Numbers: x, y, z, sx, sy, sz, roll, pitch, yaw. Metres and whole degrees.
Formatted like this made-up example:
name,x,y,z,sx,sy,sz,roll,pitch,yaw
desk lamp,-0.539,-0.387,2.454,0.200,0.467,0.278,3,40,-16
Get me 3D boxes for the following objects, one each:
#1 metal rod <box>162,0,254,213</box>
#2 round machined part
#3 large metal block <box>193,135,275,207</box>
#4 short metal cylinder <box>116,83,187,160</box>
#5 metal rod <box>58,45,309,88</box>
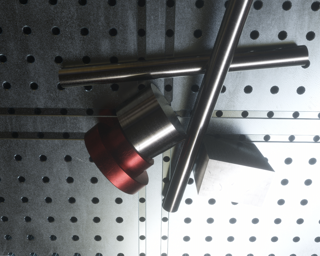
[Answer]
name,x,y,z,sx,sy,sz,roll,pitch,yaw
metal rod,0.051,-0.012,0.390,0.025,0.025,0.298,13,117,-5
round machined part,-0.044,0.030,0.386,0.042,0.098,0.098,-38,106,7
large metal block,0.090,0.052,0.405,0.081,0.080,0.050,12,110,-5
short metal cylinder,-0.010,-0.008,0.381,0.050,0.080,0.080,-32,107,11
metal rod,0.028,-0.076,0.385,0.302,0.025,0.025,-5,110,1
